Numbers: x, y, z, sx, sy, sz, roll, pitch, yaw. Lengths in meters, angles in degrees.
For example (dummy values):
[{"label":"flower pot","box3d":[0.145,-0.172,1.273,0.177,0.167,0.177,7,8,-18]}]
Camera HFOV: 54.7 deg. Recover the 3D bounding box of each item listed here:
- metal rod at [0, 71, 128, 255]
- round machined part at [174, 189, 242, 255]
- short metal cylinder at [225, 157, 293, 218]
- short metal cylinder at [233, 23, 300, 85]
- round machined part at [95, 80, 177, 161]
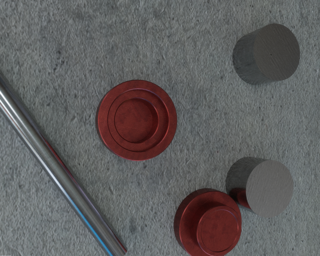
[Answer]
[{"label":"metal rod","box3d":[-0.129,0.035,0.361,0.025,0.025,0.299,-36,102,-17]},{"label":"round machined part","box3d":[0.072,0.136,0.428,0.099,0.042,0.097,0,90,-21]},{"label":"short metal cylinder","box3d":[0.144,0.084,0.451,0.081,0.050,0.079,0,90,-21]},{"label":"short metal cylinder","box3d":[0.155,-0.106,0.455,0.081,0.050,0.079,0,90,-21]},{"label":"round machined part","box3d":[-0.032,-0.009,0.389,0.099,0.042,0.097,0,90,-21]}]
